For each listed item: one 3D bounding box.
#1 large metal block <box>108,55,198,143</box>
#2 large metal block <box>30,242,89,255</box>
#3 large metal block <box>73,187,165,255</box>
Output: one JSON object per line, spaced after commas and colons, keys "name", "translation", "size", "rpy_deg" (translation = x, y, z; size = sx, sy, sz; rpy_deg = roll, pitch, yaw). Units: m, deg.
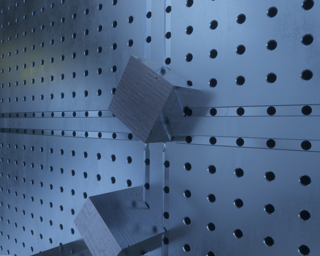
{"name": "large metal block", "translation": [-0.011, -0.037, 0.401], "size": [0.080, 0.050, 0.079], "rpy_deg": [41, 115, 32]}
{"name": "large metal block", "translation": [-0.163, 0.243, 0.505], "size": [0.050, 0.081, 0.079], "rpy_deg": [-1, 89, 40]}
{"name": "large metal block", "translation": [-0.054, 0.132, 0.416], "size": [0.080, 0.081, 0.050], "rpy_deg": [48, 118, 29]}
